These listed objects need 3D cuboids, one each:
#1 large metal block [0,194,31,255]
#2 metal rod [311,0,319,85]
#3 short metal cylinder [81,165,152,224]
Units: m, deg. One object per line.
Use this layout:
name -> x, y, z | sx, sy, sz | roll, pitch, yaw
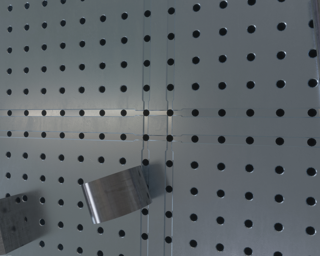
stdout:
large metal block -> -0.264, 0.157, 0.492 | 0.080, 0.050, 0.080 | -18, 84, 19
metal rod -> 0.196, -0.004, 0.343 | 0.025, 0.025, 0.298 | -6, 88, 20
short metal cylinder -> -0.056, 0.085, 0.403 | 0.080, 0.080, 0.050 | -21, 83, 19
